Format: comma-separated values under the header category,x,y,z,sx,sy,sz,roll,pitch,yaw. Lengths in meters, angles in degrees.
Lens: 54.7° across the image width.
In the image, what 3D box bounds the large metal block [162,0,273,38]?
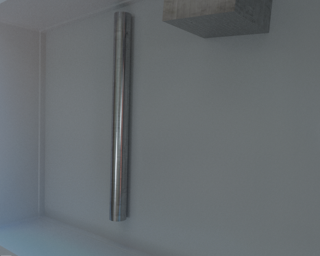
category,x,y,z,sx,sy,sz,roll,pitch,yaw
large metal block,0.061,-0.129,0.320,0.080,0.081,0.050,8,95,39

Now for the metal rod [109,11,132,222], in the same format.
category,x,y,z,sx,sy,sz,roll,pitch,yaw
metal rod,-0.058,-0.016,0.451,0.025,0.025,0.298,3,92,39
